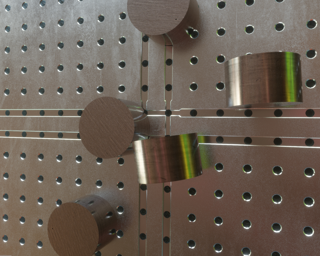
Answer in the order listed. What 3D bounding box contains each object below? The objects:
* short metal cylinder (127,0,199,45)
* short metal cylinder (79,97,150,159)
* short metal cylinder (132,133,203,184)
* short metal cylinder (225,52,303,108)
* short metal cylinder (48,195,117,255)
[{"bbox_3d":[0.005,-0.152,0.397,0.080,0.050,0.079,0,90,19],"label":"short metal cylinder"},{"bbox_3d":[-0.061,-0.001,0.420,0.080,0.050,0.079,0,90,20],"label":"short metal cylinder"},{"bbox_3d":[0.009,0.036,0.379,0.080,0.080,0.050,-9,87,19],"label":"short metal cylinder"},{"bbox_3d":[0.113,-0.050,0.343,0.080,0.080,0.050,-3,89,19],"label":"short metal cylinder"},{"bbox_3d":[-0.108,0.139,0.436,0.080,0.050,0.079,0,90,19],"label":"short metal cylinder"}]
